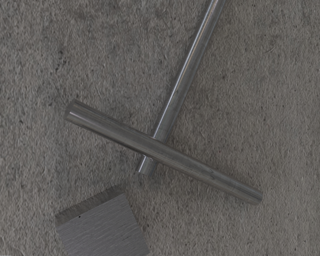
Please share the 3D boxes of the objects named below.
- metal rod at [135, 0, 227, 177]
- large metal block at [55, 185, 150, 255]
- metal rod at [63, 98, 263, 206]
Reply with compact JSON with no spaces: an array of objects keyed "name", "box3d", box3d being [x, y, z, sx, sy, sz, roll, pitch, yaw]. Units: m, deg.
[{"name":"metal rod","box3d":[0.037,-0.077,0.422,0.025,0.025,0.299,26,81,-18]},{"name":"large metal block","box3d":[-0.070,0.126,0.370,0.081,0.050,0.080,-25,98,-18]},{"name":"metal rod","box3d":[0.024,0.042,0.394,0.301,0.025,0.025,27,81,-27]}]
